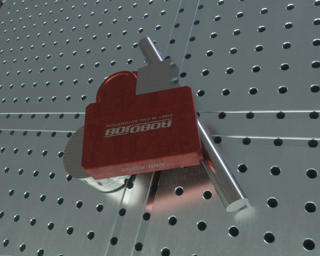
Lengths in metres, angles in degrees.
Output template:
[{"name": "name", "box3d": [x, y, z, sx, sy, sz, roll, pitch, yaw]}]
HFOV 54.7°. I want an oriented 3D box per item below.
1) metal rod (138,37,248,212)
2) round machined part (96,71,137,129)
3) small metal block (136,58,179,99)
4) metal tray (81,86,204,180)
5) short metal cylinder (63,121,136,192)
[{"name": "metal rod", "box3d": [0.028, -0.028, 0.406, 0.025, 0.025, 0.300, -31, 52, 8]}, {"name": "round machined part", "box3d": [-0.052, -0.043, 0.445, 0.098, 0.042, 0.098, -14, 56, 22]}, {"name": "small metal block", "box3d": [-0.003, -0.059, 0.411, 0.050, 0.025, 0.050, -12, 59, 27]}, {"name": "metal tray", "box3d": [-0.021, 0.005, 0.359, 0.131, 0.030, 0.090, -9, 57, 8]}, {"name": "short metal cylinder", "box3d": [-0.077, 0.037, 0.405, 0.080, 0.050, 0.080, -13, 56, 21]}]
